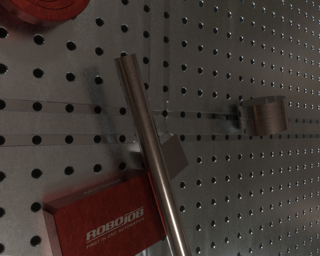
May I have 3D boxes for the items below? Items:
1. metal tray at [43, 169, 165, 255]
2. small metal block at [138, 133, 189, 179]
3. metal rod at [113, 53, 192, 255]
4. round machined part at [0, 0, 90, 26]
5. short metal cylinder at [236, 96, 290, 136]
[{"bbox_3d":[-0.058,0.110,0.359,0.131,0.030,0.089,-16,100,-39],"label":"metal tray"},{"bbox_3d":[0.006,0.041,0.416,0.050,0.025,0.050,-36,113,-34],"label":"small metal block"},{"bbox_3d":[0.000,0.062,0.371,0.025,0.025,0.298,-25,106,-37],"label":"metal rod"},{"bbox_3d":[-0.119,-0.148,0.299,0.099,0.042,0.097,0,90,-40],"label":"round machined part"},{"bbox_3d":[0.172,-0.022,0.521,0.081,0.080,0.050,-20,103,-38],"label":"short metal cylinder"}]
